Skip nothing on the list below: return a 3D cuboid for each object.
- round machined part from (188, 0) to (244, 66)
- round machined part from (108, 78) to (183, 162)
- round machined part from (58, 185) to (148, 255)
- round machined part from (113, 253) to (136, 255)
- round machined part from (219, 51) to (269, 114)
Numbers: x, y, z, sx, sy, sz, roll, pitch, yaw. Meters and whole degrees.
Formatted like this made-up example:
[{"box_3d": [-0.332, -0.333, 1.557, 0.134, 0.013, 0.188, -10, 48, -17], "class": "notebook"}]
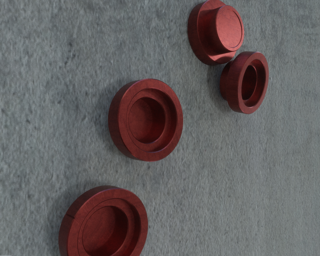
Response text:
[{"box_3d": [0.091, -0.147, 0.472, 0.099, 0.042, 0.097, 0, 90, -40], "class": "round machined part"}, {"box_3d": [-0.021, -0.009, 0.378, 0.099, 0.042, 0.097, 0, 90, -40], "class": "round machined part"}, {"box_3d": [-0.065, 0.112, 0.341, 0.099, 0.042, 0.097, 0, 90, -40], "class": "round machined part"}, {"box_3d": [-0.040, 0.203, 0.362, 0.099, 0.042, 0.097, 0, 90, -40], "class": "round machined part"}, {"box_3d": [0.132, -0.074, 0.498, 0.099, 0.042, 0.097, -17, 114, -43], "class": "round machined part"}]
